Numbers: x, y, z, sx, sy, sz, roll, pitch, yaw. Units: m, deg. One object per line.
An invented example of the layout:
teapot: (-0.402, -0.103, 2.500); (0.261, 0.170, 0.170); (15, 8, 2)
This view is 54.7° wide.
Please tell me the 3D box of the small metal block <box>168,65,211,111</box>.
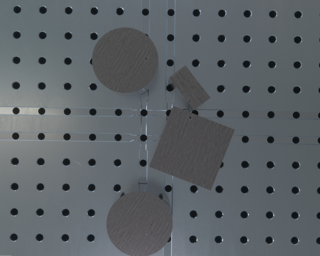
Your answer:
small metal block: (0.036, -0.049, 0.401); (0.025, 0.050, 0.050); (-38, 90, 0)

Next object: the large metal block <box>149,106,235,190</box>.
large metal block: (0.039, 0.024, 0.401); (0.080, 0.050, 0.080); (21, 90, 0)

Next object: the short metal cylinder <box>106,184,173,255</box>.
short metal cylinder: (-0.025, 0.117, 0.401); (0.081, 0.050, 0.079); (0, 90, 0)

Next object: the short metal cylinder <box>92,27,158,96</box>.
short metal cylinder: (-0.042, -0.082, 0.400); (0.081, 0.050, 0.079); (0, 90, 0)
